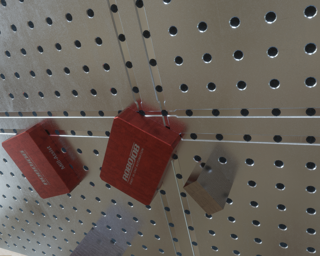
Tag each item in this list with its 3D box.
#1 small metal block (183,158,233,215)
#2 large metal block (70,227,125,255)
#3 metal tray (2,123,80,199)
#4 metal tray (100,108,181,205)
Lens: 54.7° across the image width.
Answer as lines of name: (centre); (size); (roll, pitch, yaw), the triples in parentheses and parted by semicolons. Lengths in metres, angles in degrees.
small metal block: (0.064, 0.077, 0.408); (0.050, 0.050, 0.025); (48, 129, -6)
large metal block: (-0.128, 0.255, 0.598); (0.080, 0.080, 0.050); (35, 129, 4)
metal tray: (-0.214, 0.063, 0.557); (0.090, 0.030, 0.130); (-19, 109, 35)
metal tray: (-0.033, 0.045, 0.452); (0.090, 0.030, 0.129); (28, 128, 10)
